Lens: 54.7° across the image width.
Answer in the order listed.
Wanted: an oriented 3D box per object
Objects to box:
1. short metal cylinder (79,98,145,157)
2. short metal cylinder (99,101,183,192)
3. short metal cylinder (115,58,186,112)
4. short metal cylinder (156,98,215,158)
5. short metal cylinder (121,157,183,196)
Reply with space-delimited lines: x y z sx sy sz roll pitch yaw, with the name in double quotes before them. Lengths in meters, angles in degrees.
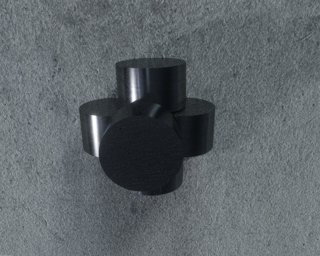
"short metal cylinder" -0.055 -0.003 0.380 0.081 0.080 0.050 -1 110 0
"short metal cylinder" -0.018 0.017 0.318 0.081 0.050 0.079 0 110 -1
"short metal cylinder" -0.010 -0.052 0.362 0.081 0.080 0.050 -2 110 0
"short metal cylinder" 0.026 -0.004 0.381 0.081 0.080 0.050 0 110 0
"short metal cylinder" -0.010 0.043 0.397 0.081 0.080 0.050 0 110 -1
